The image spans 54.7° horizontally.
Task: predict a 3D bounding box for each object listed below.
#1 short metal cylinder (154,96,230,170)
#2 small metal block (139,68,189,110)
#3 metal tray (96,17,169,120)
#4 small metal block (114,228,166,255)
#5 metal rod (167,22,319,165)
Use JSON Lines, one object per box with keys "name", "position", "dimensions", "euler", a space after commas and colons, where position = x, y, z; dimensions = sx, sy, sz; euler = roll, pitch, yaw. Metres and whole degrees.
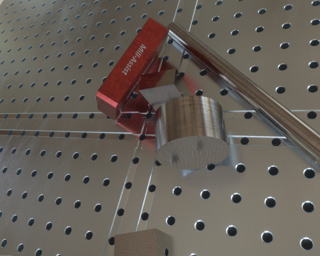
{"name": "short metal cylinder", "position": [0.035, 0.008, 0.349], "dimensions": [0.080, 0.080, 0.050], "euler": [-15, 56, 19]}
{"name": "small metal block", "position": [0.007, -0.051, 0.419], "dimensions": [0.050, 0.050, 0.025], "euler": [-7, 59, 24]}
{"name": "metal tray", "position": [-0.039, -0.079, 0.435], "dimensions": [0.030, 0.090, 0.130], "euler": [33, 76, -3]}
{"name": "small metal block", "position": [-0.021, 0.140, 0.333], "dimensions": [0.050, 0.025, 0.050], "euler": [-16, 55, 18]}
{"name": "metal rod", "position": [0.092, -0.065, 0.398], "dimensions": [0.025, 0.025, 0.300], "euler": [-39, 51, 1]}
